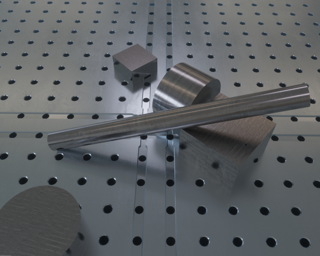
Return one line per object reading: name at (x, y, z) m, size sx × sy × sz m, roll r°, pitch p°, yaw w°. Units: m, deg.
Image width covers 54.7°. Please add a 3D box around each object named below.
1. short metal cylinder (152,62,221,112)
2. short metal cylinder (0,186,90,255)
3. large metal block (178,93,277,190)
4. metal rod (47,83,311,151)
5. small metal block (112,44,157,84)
short metal cylinder at (0.035, -0.038, 0.404) m, size 0.050 × 0.080 × 0.080 m, roll 33°, pitch 57°, yaw 24°
short metal cylinder at (-0.113, 0.104, 0.303) m, size 0.081 × 0.050 × 0.080 m, roll 0°, pitch 50°, yaw 0°
large metal block at (0.081, 0.013, 0.381) m, size 0.080 × 0.050 × 0.080 m, roll 34°, pitch 58°, yaw 25°
metal rod at (0.008, -0.008, 0.356) m, size 0.301 × 0.025 × 0.025 m, roll -10°, pitch 49°, yaw 15°
small metal block at (-0.040, -0.104, 0.494) m, size 0.050 × 0.025 × 0.050 m, roll -33°, pitch 58°, yaw -25°
